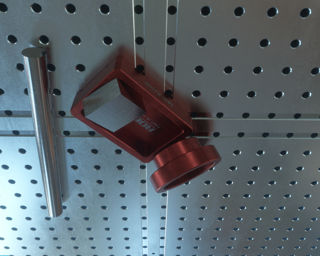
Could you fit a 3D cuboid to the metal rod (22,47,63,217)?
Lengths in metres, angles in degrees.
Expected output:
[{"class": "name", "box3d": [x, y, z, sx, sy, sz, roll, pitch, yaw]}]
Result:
[{"class": "metal rod", "box3d": [-0.158, 0.030, 0.434, 0.025, 0.025, 0.298, 6, 130, -6]}]

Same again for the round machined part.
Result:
[{"class": "round machined part", "box3d": [0.030, 0.047, 0.420, 0.099, 0.042, 0.098, -25, 162, -8]}]

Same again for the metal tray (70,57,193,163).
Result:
[{"class": "metal tray", "box3d": [-0.033, -0.017, 0.393, 0.090, 0.030, 0.130, -37, 122, 27]}]

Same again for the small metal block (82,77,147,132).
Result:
[{"class": "small metal block", "box3d": [-0.052, -0.025, 0.359, 0.050, 0.025, 0.050, -30, 146, 18]}]
